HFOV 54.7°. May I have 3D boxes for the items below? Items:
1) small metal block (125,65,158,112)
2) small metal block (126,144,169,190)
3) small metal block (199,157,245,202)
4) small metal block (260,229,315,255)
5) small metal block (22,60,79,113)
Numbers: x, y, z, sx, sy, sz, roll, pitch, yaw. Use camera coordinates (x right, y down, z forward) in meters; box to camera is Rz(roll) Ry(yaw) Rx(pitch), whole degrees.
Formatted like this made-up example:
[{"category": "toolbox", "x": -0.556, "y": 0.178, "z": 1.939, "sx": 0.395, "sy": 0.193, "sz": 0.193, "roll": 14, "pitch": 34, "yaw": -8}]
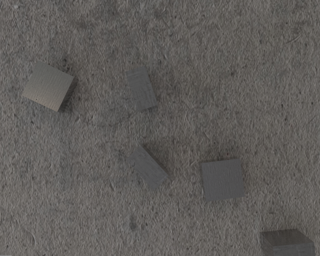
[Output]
[{"category": "small metal block", "x": -0.022, "y": -0.048, "z": 0.397, "sx": 0.025, "sy": 0.050, "sz": 0.050, "roll": -18, "pitch": 90, "yaw": 0}, {"category": "small metal block", "x": -0.015, "y": 0.048, "z": 0.397, "sx": 0.025, "sy": 0.050, "sz": 0.050, "roll": -42, "pitch": 90, "yaw": 0}, {"category": "small metal block", "x": 0.081, "y": 0.067, "z": 0.411, "sx": 0.050, "sy": 0.025, "sz": 0.050, "roll": -7, "pitch": 90, "yaw": 0}, {"category": "small metal block", "x": 0.163, "y": 0.153, "z": 0.399, "sx": 0.050, "sy": 0.050, "sz": 0.025, "roll": -6, "pitch": 90, "yaw": 0}, {"category": "small metal block", "x": -0.143, "y": -0.054, "z": 0.409, "sx": 0.050, "sy": 0.025, "sz": 0.050, "roll": 25, "pitch": 90, "yaw": 0}]
